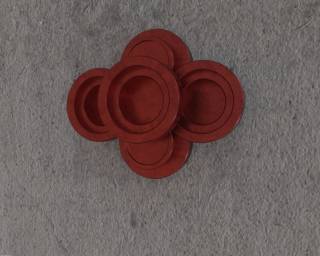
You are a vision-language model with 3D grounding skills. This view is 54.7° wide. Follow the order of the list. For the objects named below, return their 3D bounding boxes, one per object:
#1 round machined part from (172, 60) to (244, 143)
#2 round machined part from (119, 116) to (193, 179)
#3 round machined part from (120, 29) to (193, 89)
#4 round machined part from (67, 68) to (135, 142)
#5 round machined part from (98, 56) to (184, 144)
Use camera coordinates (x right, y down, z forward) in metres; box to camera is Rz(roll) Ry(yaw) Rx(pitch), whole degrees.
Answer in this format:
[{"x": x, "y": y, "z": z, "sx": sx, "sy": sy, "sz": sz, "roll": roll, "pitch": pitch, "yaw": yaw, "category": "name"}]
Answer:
[{"x": 0.054, "y": -0.031, "z": 0.381, "sx": 0.098, "sy": 0.042, "sz": 0.097, "roll": 0, "pitch": 90, "yaw": 19, "category": "round machined part"}, {"x": -0.010, "y": 0.018, "z": 0.403, "sx": 0.098, "sy": 0.042, "sz": 0.097, "roll": 0, "pitch": 90, "yaw": 19, "category": "round machined part"}, {"x": -0.009, "y": -0.081, "z": 0.403, "sx": 0.098, "sy": 0.042, "sz": 0.097, "roll": 0, "pitch": 90, "yaw": 19, "category": "round machined part"}, {"x": -0.074, "y": -0.030, "z": 0.426, "sx": 0.098, "sy": 0.042, "sz": 0.097, "roll": 0, "pitch": 90, "yaw": 19, "category": "round machined part"}, {"x": -0.019, "y": -0.031, "z": 0.362, "sx": 0.098, "sy": 0.042, "sz": 0.097, "roll": 0, "pitch": 90, "yaw": 19, "category": "round machined part"}]
